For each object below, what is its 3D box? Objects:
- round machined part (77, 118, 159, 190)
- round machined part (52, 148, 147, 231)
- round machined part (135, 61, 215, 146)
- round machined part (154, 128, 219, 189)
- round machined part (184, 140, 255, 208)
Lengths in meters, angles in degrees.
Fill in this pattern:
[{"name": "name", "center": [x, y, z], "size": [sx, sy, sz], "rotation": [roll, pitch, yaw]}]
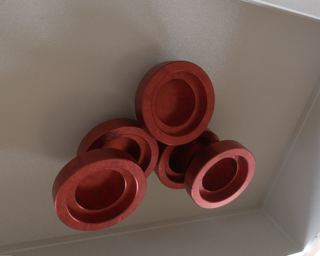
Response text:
[{"name": "round machined part", "center": [-0.054, 0.030, 0.385], "size": [0.099, 0.042, 0.097], "rotation": [-14, 124, -21]}, {"name": "round machined part", "center": [-0.068, 0.063, 0.343], "size": [0.099, 0.042, 0.097], "rotation": [-14, 124, -21]}, {"name": "round machined part", "center": [0.014, -0.031, 0.371], "size": [0.099, 0.042, 0.097], "rotation": [-7, 104, -29]}, {"name": "round machined part", "center": [0.033, 0.035, 0.435], "size": [0.099, 0.042, 0.097], "rotation": [-14, 124, -21]}, {"name": "round machined part", "center": [0.075, 0.057, 0.419], "size": [0.099, 0.042, 0.097], "rotation": [-14, 124, -21]}]
